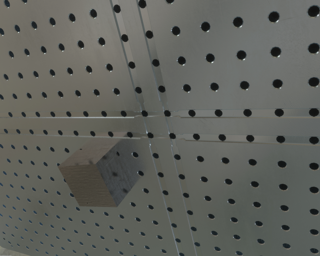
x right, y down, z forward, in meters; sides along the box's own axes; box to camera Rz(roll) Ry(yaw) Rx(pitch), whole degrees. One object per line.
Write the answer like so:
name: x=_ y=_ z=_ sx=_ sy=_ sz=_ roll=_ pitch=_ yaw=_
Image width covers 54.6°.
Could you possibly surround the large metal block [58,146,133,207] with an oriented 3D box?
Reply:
large metal block: x=-0.103 y=0.079 z=0.499 sx=0.080 sy=0.050 sz=0.080 roll=-8 pitch=115 yaw=31
